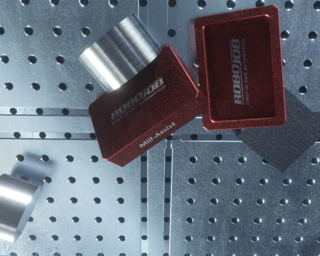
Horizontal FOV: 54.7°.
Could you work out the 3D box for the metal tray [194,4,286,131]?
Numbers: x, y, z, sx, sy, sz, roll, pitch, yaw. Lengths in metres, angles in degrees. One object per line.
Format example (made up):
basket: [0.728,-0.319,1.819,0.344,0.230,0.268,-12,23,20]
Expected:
metal tray: [0.092,-0.065,0.356,0.090,0.030,0.129,-4,94,17]

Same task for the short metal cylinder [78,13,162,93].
short metal cylinder: [-0.045,-0.084,0.352,0.080,0.080,0.050,-36,107,12]

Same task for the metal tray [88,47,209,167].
metal tray: [-0.019,-0.025,0.366,0.130,0.090,0.030,-35,143,14]

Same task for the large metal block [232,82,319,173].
large metal block: [0.151,-0.003,0.400,0.080,0.050,0.080,37,106,-13]

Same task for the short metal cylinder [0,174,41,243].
short metal cylinder: [-0.205,0.108,0.422,0.050,0.080,0.079,22,109,-8]
